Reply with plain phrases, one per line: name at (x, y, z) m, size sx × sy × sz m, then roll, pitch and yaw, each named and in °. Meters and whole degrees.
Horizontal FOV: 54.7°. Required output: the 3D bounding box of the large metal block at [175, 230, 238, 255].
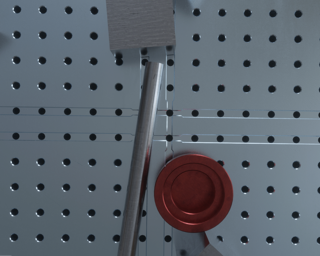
large metal block at (0.068, 0.174, 0.386) m, size 0.080 × 0.080 × 0.050 m, roll 43°, pitch 90°, yaw 0°

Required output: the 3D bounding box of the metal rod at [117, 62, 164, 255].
metal rod at (-0.028, 0.062, 0.413) m, size 0.025 × 0.025 × 0.298 m, roll 8°, pitch 90°, yaw 0°

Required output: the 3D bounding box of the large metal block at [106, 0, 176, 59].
large metal block at (-0.024, -0.138, 0.400) m, size 0.081 × 0.050 × 0.080 m, roll -5°, pitch 90°, yaw 0°

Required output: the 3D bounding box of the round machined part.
round machined part at (0.042, 0.082, 0.405) m, size 0.099 × 0.042 × 0.097 m, roll 0°, pitch 89°, yaw 0°
